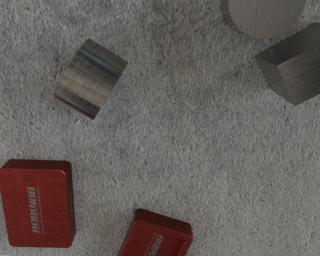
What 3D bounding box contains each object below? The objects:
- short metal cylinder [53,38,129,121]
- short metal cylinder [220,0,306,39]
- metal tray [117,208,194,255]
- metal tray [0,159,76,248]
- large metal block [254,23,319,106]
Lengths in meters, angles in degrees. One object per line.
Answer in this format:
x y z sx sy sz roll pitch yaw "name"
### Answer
-0.079 -0.055 0.359 0.050 0.080 0.080 31 107 -11 "short metal cylinder"
0.111 -0.142 0.345 0.081 0.050 0.079 0 110 0 "short metal cylinder"
-0.015 0.195 0.478 0.091 0.030 0.129 19 109 -7 "metal tray"
-0.173 0.110 0.446 0.091 0.030 0.129 2 110 -1 "metal tray"
0.167 -0.076 0.354 0.080 0.080 0.050 -28 108 10 "large metal block"
